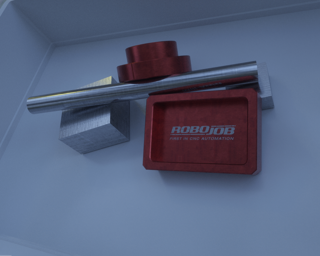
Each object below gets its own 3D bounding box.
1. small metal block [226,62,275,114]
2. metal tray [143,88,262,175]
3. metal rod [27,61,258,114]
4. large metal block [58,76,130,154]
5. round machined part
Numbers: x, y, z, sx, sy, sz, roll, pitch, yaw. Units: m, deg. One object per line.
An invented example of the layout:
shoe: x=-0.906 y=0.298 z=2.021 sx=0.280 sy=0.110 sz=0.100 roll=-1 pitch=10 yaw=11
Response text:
small metal block: x=0.108 y=-0.047 z=0.375 sx=0.050 sy=0.025 sz=0.050 roll=-11 pitch=57 yaw=22
metal tray: x=0.046 y=0.005 z=0.354 sx=0.130 sy=0.030 sz=0.090 roll=-1 pitch=80 yaw=26
metal rod: x=-0.034 y=-0.048 z=0.392 sx=0.301 sy=0.025 sz=0.025 roll=-6 pitch=59 yaw=16
large metal block: x=-0.092 y=-0.017 z=0.443 sx=0.080 sy=0.050 sz=0.080 roll=-16 pitch=55 yaw=18
round machined part: x=-0.009 y=-0.089 z=0.412 sx=0.098 sy=0.098 sz=0.042 roll=-4 pitch=100 yaw=26
